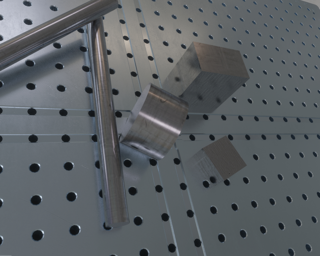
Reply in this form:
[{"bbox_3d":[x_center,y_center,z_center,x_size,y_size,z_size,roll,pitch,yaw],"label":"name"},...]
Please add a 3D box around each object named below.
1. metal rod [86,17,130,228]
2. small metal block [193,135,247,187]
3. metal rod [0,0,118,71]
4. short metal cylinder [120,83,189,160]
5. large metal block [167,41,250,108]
[{"bbox_3d":[-0.071,-0.031,0.388,0.025,0.025,0.299,3,60,-27],"label":"metal rod"},{"bbox_3d":[0.082,0.045,0.425,0.050,0.025,0.050,-23,75,-36],"label":"small metal block"},{"bbox_3d":[-0.160,-0.096,0.362,0.025,0.025,0.301,45,56,2],"label":"metal rod"},{"bbox_3d":[-0.008,-0.008,0.373,0.050,0.080,0.080,27,52,-12],"label":"short metal cylinder"},{"bbox_3d":[0.068,-0.074,0.455,0.081,0.080,0.050,3,61,-27],"label":"large metal block"}]
